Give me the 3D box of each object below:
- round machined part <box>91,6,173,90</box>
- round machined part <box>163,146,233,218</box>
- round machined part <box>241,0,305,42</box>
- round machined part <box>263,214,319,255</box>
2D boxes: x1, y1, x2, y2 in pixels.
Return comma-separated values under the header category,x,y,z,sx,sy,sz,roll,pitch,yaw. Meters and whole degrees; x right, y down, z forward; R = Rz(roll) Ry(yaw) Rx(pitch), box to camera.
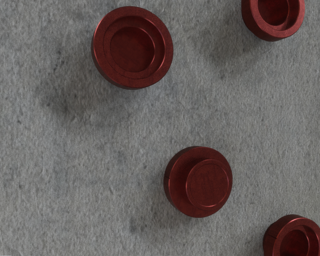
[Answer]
category,x,y,z,sx,sy,sz,roll,pitch,yaw
round machined part,-0.036,-0.096,0.387,0.099,0.042,0.097,0,90,-21
round machined part,0.058,0.074,0.423,0.099,0.042,0.097,0,90,-21
round machined part,0.162,-0.177,0.461,0.099,0.042,0.097,0,90,-21
round machined part,0.199,0.181,0.476,0.099,0.042,0.097,0,90,-21
